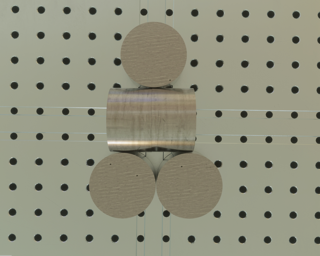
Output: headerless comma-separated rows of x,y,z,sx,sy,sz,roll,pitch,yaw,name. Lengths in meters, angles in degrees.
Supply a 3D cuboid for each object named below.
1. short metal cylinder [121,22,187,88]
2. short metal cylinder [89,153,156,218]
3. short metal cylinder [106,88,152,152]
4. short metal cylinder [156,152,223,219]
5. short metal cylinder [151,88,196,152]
-0.008,-0.089,0.400,0.081,0.050,0.079,0,90,-1,short metal cylinder
-0.046,0.070,0.399,0.081,0.050,0.079,0,90,-1,short metal cylinder
-0.035,-0.010,0.386,0.050,0.080,0.079,0,90,0,short metal cylinder
0.036,0.070,0.400,0.081,0.050,0.079,0,90,-1,short metal cylinder
0.015,-0.010,0.387,0.050,0.080,0.079,0,90,0,short metal cylinder
